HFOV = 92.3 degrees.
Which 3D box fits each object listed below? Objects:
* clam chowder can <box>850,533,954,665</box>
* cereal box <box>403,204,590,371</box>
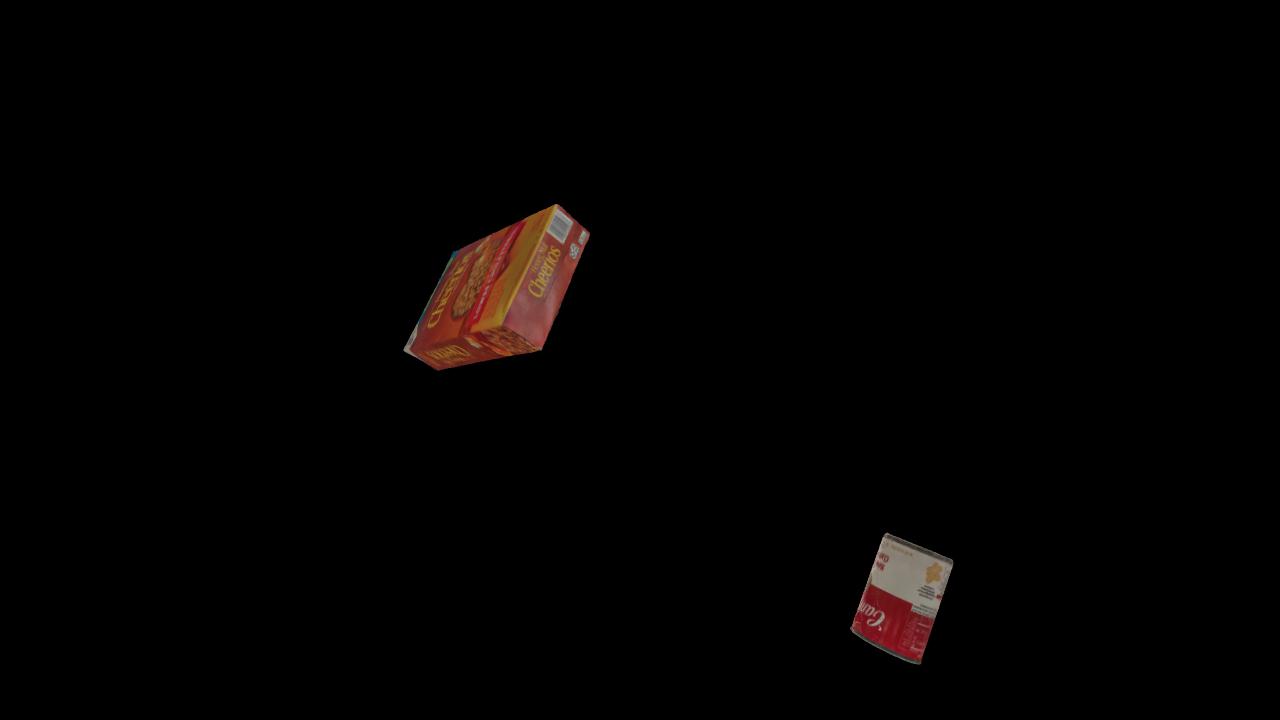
[{"bbox_3d":[0.255,0.229,0.599,0.068,0.102,0.068,23,-6,3],"label":"clam chowder can"},{"bbox_3d":[-0.225,-0.099,0.929,0.306,0.203,0.081,-7,-35,46],"label":"cereal box"}]
